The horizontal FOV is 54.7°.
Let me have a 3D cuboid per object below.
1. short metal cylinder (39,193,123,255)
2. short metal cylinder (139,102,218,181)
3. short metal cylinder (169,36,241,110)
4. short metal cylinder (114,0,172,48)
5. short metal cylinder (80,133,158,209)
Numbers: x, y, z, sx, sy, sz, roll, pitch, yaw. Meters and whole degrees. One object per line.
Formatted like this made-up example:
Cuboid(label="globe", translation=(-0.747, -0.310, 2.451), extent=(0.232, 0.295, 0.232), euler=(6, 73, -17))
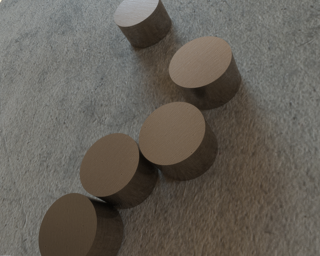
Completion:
Cuboid(label="short metal cylinder", translation=(-0.090, 0.120, 0.356), extent=(0.080, 0.050, 0.080), euler=(-12, 61, 24))
Cuboid(label="short metal cylinder", translation=(0.022, 0.016, 0.365), extent=(0.080, 0.050, 0.080), euler=(-13, 56, 20))
Cuboid(label="short metal cylinder", translation=(0.058, -0.070, 0.400), extent=(0.080, 0.050, 0.080), euler=(-13, 56, 20))
Cuboid(label="short metal cylinder", translation=(-0.028, -0.179, 0.511), extent=(0.080, 0.050, 0.080), euler=(-13, 56, 20))
Cuboid(label="short metal cylinder", translation=(-0.050, 0.053, 0.380), extent=(0.080, 0.050, 0.080), euler=(-13, 56, 20))
